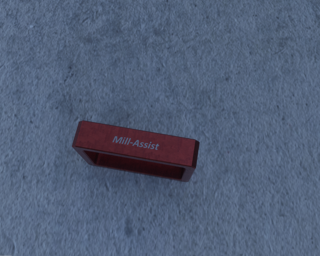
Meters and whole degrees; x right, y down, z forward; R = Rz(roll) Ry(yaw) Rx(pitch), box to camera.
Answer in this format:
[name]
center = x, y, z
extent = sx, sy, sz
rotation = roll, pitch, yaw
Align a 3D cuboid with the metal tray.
[metal tray]
center = -0.025, 0.030, 0.362
extent = 0.131, 0.090, 0.030
rotation = 10, 71, 3
